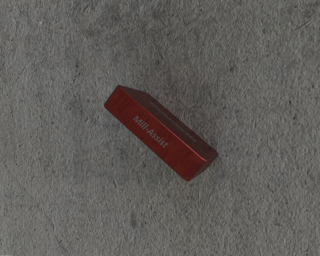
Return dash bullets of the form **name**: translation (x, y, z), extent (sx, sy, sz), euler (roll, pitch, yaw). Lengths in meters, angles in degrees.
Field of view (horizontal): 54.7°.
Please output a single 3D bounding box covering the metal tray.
- **metal tray**: translation (0.005, 0.003, 0.373), extent (0.130, 0.090, 0.030), euler (41, 103, 15)
